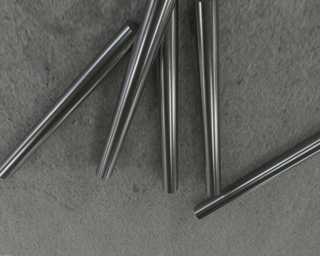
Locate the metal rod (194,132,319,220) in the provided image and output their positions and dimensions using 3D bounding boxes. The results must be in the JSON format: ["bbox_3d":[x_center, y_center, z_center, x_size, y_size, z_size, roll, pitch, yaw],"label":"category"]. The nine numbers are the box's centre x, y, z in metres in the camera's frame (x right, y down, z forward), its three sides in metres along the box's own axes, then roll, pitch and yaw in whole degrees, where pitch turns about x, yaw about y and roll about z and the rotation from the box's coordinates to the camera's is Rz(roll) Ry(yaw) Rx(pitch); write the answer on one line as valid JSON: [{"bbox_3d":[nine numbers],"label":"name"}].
[{"bbox_3d":[0.169,0.063,0.463,0.025,0.025,0.299,35,122,-27],"label":"metal rod"}]

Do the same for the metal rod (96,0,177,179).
[{"bbox_3d":[-0.037,-0.032,0.360,0.025,0.025,0.298,14,134,-12],"label":"metal rod"}]

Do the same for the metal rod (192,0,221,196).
[{"bbox_3d":[0.064,-0.014,0.396,0.025,0.025,0.298,-6,130,5],"label":"metal rod"}]

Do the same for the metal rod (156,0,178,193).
[{"bbox_3d":[0.011,-0.021,0.389,0.025,0.025,0.298,-2,130,1],"label":"metal rod"}]

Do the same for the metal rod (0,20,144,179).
[{"bbox_3d":[-0.127,-0.019,0.389,0.025,0.025,0.299,36,121,-27],"label":"metal rod"}]
